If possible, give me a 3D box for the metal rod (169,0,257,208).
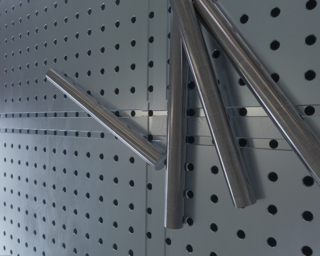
[{"bbox_3d":[0.050,-0.060,0.350,0.025,0.025,0.299,-21,82,38],"label":"metal rod"}]

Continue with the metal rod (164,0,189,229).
[{"bbox_3d":[0.022,-0.024,0.391,0.025,0.025,0.298,3,92,40],"label":"metal rod"}]

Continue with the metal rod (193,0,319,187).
[{"bbox_3d":[0.115,-0.027,0.314,0.025,0.025,0.299,-43,64,32],"label":"metal rod"}]

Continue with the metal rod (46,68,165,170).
[{"bbox_3d":[-0.099,-0.027,0.492,0.300,0.025,0.025,36,112,34],"label":"metal rod"}]
